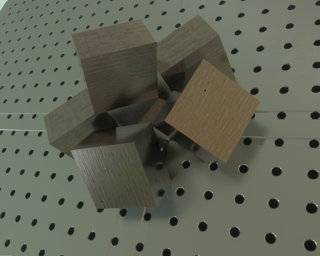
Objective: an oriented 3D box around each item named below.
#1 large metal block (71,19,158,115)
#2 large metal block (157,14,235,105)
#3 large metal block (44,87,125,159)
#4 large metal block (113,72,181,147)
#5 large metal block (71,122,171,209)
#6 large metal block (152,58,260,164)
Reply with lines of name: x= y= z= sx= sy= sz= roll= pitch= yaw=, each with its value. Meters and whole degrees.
large metal block: x=-0.050 y=-0.070 z=0.362 sx=0.081 sy=0.080 sz=0.050 roll=-17 pitch=51 yaw=-13
large metal block: x=0.041 y=-0.083 z=0.403 sx=0.080 sy=0.080 sz=0.050 roll=-34 pitch=52 yaw=6
large metal block: x=-0.095 y=0.000 z=0.423 sx=0.080 sy=0.080 sz=0.050 roll=-33 pitch=52 yaw=6
large metal block: x=-0.014 y=-0.021 z=0.415 sx=0.080 sy=0.050 sz=0.080 roll=-34 pitch=51 yaw=6
large metal block: x=-0.042 y=0.045 z=0.360 sx=0.080 sy=0.080 sz=0.050 roll=-8 pitch=22 yaw=24
large metal block: x=0.050 y=-0.016 z=0.348 sx=0.080 sy=0.080 sz=0.050 roll=-58 pitch=12 yaw=-13
